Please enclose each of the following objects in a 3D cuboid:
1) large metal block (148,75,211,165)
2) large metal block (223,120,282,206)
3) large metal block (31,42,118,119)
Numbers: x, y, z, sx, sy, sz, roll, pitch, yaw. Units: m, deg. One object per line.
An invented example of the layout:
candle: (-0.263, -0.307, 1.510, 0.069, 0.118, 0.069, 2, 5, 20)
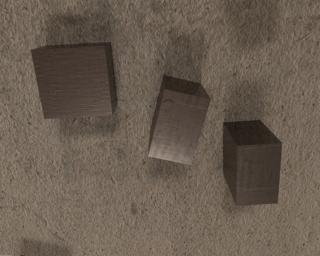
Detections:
large metal block: (0.020, -0.013, 0.376, 0.050, 0.080, 0.079, 12, 110, -5)
large metal block: (0.114, 0.042, 0.398, 0.050, 0.080, 0.079, -4, 110, 1)
large metal block: (-0.098, -0.059, 0.374, 0.081, 0.050, 0.079, -3, 110, 0)
